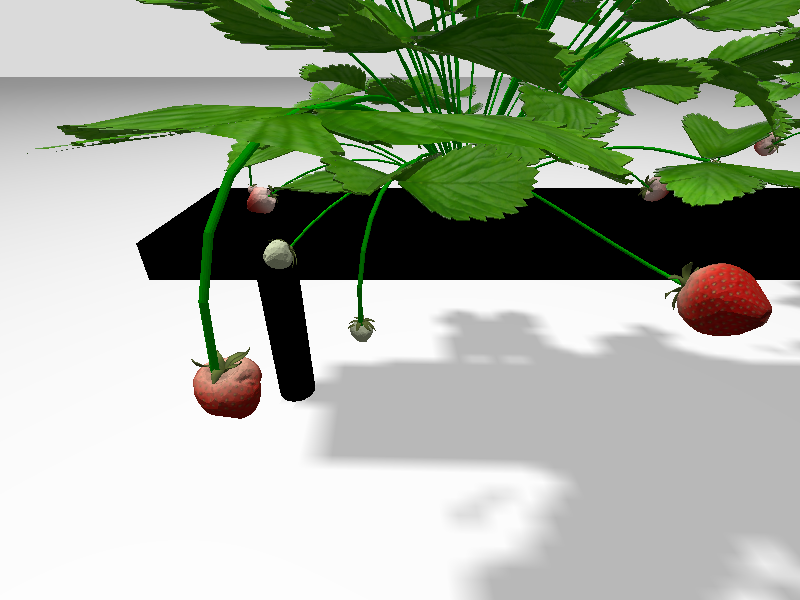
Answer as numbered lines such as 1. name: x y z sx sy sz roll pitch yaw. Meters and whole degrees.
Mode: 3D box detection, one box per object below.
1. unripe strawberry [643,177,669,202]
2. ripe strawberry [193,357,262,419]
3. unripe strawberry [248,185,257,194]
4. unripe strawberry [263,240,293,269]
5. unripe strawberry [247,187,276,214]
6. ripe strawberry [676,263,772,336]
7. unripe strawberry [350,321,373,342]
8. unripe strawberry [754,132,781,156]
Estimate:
1. unripe strawberry: 0.237 -0.102 0.369 0.022 0.023 0.020 7 30 -11
2. ripe strawberry: -0.059 0.031 0.140 0.024 0.022 0.022 13 33 21
3. unripe strawberry: -0.136 -0.102 0.374 0.010 0.010 0.011 4 31 6
4. unripe strawberry: -0.077 -0.028 0.249 0.018 0.018 0.016 -34 44 -29
5. unripe strawberry: -0.120 -0.084 0.342 0.024 0.023 0.022 -22 30 8
6. ripe strawberry: 0.154 0.001 0.189 0.032 0.034 0.035 -15 34 -23
7. unripe strawberry: -0.018 0.015 0.184 0.010 0.011 0.011 11 32 17
8. unripe strawberry: 0.507 -0.215 0.553 0.026 0.030 0.028 0 19 0
